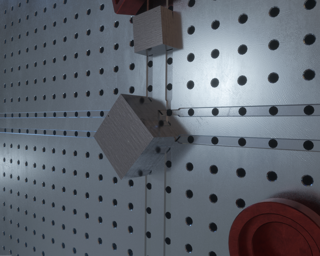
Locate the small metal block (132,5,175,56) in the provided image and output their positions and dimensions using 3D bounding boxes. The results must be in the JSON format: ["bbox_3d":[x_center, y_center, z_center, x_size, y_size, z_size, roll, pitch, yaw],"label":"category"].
[{"bbox_3d":[-0.009,-0.129,0.417,0.050,0.025,0.050,-6,86,40],"label":"small metal block"}]

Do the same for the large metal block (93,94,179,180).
[{"bbox_3d":[-0.035,0.011,0.422,0.080,0.050,0.080,52,120,27],"label":"large metal block"}]

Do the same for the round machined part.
[{"bbox_3d":[0.120,0.117,0.299,0.098,0.042,0.097,0,90,40],"label":"round machined part"}]

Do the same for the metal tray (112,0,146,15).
[{"bbox_3d":[-0.044,-0.235,0.421,0.090,0.030,0.129,-28,72,59],"label":"metal tray"}]
